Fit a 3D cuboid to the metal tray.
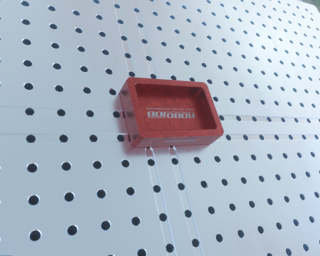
[{"bbox_3d":[0.017,-0.022,0.429,0.131,0.030,0.090,-1,62,-29],"label":"metal tray"}]
